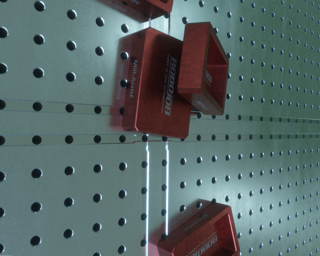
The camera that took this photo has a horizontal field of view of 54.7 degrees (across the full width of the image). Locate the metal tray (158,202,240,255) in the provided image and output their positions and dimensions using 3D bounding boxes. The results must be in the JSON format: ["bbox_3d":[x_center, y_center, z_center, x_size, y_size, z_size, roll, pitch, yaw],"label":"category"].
[{"bbox_3d":[0.063,0.180,0.461,0.131,0.030,0.089,-23,105,-38],"label":"metal tray"}]

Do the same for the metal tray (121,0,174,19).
[{"bbox_3d":[-0.036,-0.203,0.376,0.131,0.030,0.090,15,81,-39],"label":"metal tray"}]

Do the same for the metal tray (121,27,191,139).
[{"bbox_3d":[0.002,-0.055,0.409,0.091,0.030,0.129,11,83,-40],"label":"metal tray"}]

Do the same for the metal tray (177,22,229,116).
[{"bbox_3d":[0.064,-0.074,0.424,0.130,0.030,0.090,25,71,-65],"label":"metal tray"}]
